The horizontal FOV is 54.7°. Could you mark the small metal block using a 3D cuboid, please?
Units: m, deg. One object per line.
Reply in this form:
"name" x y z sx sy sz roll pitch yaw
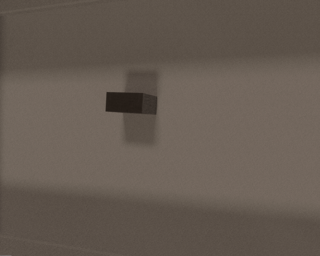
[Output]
"small metal block" -0.037 -0.032 0.409 0.050 0.050 0.025 4 92 19
